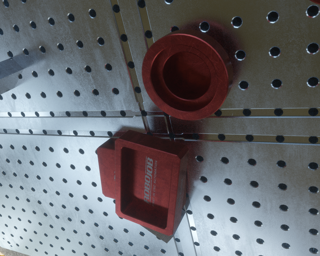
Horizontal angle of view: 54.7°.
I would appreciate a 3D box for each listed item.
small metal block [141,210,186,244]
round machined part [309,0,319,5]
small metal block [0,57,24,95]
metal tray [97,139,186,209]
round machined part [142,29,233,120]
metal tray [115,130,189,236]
[{"bbox_3d":[0.005,0.139,0.478,0.050,0.050,0.025,33,132,5],"label":"small metal block"},{"bbox_3d":[0.146,-0.145,0.233,0.098,0.042,0.097,13,124,21],"label":"round machined part"},{"bbox_3d":[-0.246,-0.076,0.478,0.025,0.050,0.050,46,129,-4],"label":"small metal block"},{"bbox_3d":[-0.027,0.071,0.461,0.130,0.030,0.089,9,116,23],"label":"metal tray"},{"bbox_3d":[0.033,-0.061,0.345,0.098,0.042,0.097,13,124,21],"label":"round machined part"},{"bbox_3d":[-0.014,0.075,0.418,0.090,0.030,0.129,15,119,20],"label":"metal tray"}]
